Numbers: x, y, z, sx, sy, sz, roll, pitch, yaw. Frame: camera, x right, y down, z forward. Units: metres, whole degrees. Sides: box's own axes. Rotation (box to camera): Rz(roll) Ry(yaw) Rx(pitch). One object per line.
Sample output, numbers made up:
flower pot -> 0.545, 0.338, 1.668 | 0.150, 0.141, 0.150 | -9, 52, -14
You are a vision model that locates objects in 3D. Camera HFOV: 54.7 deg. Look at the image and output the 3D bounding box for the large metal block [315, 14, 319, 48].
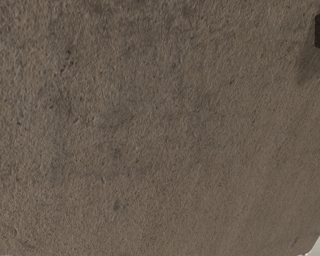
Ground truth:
large metal block -> 0.283, -0.144, 0.440 | 0.080, 0.080, 0.050 | -30, 129, -10
